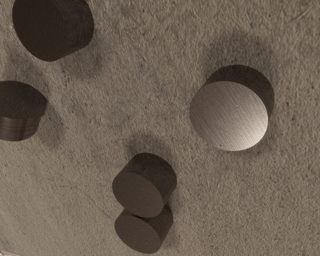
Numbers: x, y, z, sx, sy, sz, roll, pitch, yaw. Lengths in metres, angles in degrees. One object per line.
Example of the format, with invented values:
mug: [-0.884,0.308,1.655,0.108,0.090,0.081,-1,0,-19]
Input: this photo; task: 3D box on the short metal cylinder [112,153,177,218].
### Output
short metal cylinder: [-0.022,0.083,0.452,0.080,0.050,0.079,13,124,20]

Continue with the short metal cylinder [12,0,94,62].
short metal cylinder: [-0.129,-0.127,0.378,0.080,0.050,0.079,13,124,20]

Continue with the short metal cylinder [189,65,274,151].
short metal cylinder: [0.078,-0.022,0.335,0.080,0.050,0.079,13,124,20]

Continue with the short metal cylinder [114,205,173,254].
short metal cylinder: [-0.025,0.153,0.497,0.080,0.050,0.079,13,124,20]

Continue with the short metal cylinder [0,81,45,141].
short metal cylinder: [-0.222,-0.026,0.469,0.080,0.080,0.050,36,129,3]
